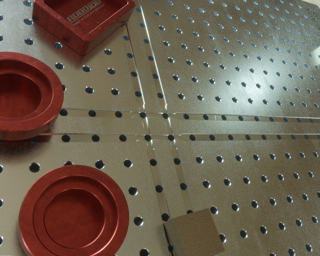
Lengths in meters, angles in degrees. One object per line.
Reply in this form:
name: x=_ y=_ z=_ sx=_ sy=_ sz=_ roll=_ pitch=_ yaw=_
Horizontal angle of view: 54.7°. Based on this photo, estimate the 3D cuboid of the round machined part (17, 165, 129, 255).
round machined part: x=-0.083 y=0.088 z=0.298 sx=0.099 sy=0.042 sz=0.098 roll=14 pitch=56 yaw=-21

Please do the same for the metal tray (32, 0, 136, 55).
metal tray: x=-0.107 y=-0.172 z=0.452 sx=0.090 sy=0.030 sz=0.130 roll=37 pitch=51 yaw=-3

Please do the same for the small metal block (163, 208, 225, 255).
small metal block: x=0.039 y=0.124 z=0.353 sx=0.050 sy=0.025 sz=0.050 roll=-6 pitch=65 yaw=-31

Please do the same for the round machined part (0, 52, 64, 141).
round machined part: x=-0.157 y=-0.030 z=0.331 sx=0.099 sy=0.042 sz=0.098 roll=14 pitch=56 yaw=-21
